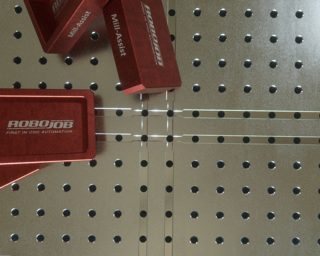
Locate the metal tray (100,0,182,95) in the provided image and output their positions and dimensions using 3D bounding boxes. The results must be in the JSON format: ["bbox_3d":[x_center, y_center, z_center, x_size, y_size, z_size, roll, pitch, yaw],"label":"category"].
[{"bbox_3d":[-0.021,-0.109,0.379,0.030,0.091,0.129,-14,90,33],"label":"metal tray"}]

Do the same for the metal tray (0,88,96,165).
[{"bbox_3d":[-0.149,-0.002,0.386,0.131,0.030,0.090,-1,83,-17],"label":"metal tray"}]

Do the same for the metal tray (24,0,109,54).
[{"bbox_3d":[-0.111,-0.159,0.363,0.130,0.030,0.090,-32,78,42],"label":"metal tray"}]

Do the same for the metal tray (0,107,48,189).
[{"bbox_3d":[-0.228,0.039,0.410,0.130,0.030,0.090,-26,90,0],"label":"metal tray"}]
